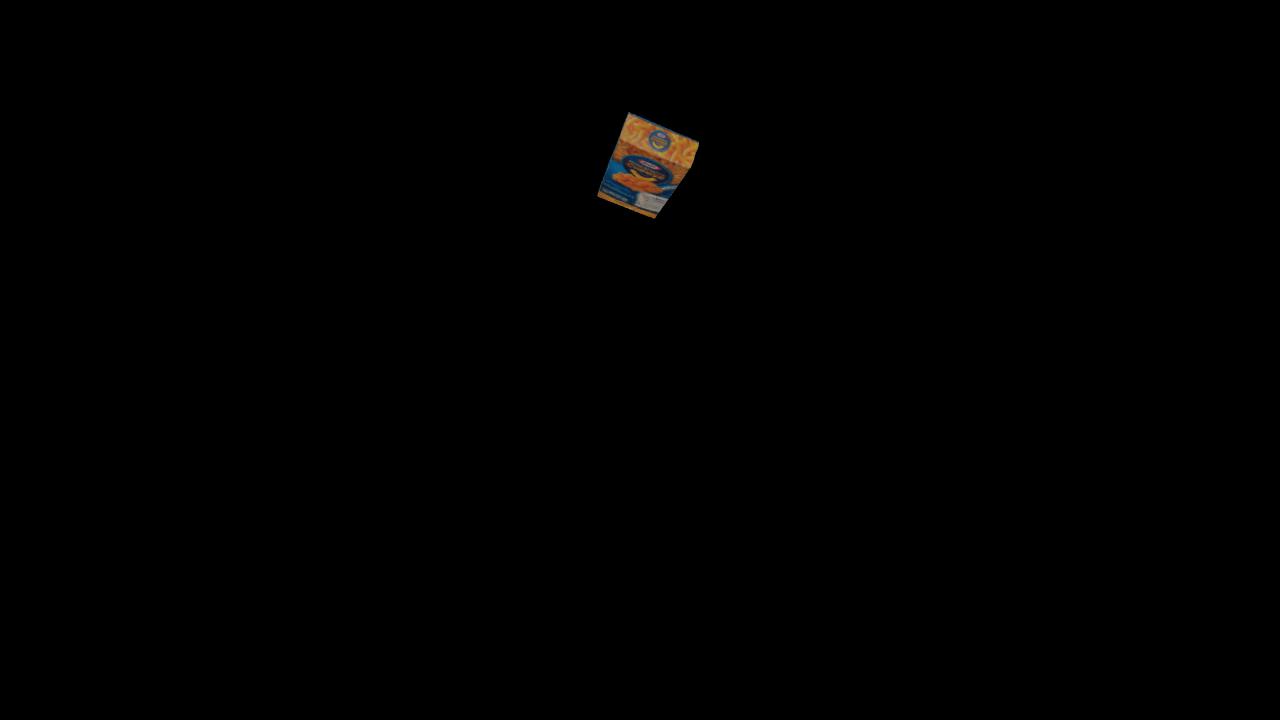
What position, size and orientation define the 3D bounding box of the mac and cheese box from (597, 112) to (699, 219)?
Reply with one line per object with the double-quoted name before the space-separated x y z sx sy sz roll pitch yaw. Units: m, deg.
"mac and cheese box" 0.004 -0.245 0.799 0.093 0.041 0.184 21 -10 -9
